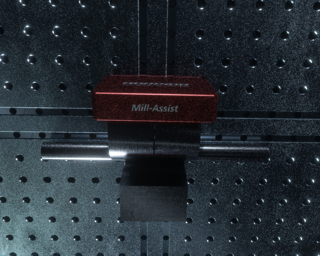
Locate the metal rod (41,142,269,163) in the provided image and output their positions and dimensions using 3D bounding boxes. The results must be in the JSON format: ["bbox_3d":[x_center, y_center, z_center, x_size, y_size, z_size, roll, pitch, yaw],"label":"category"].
[{"bbox_3d":[-0.006,0.033,0.421,0.302,0.025,0.025,1,110,-1],"label":"metal rod"}]

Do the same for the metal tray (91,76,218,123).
[{"bbox_3d":[-0.005,-0.036,0.361,0.131,0.090,0.030,1,110,-1],"label":"metal tray"}]

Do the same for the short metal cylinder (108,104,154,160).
[{"bbox_3d":[-0.033,-0.001,0.381,0.050,0.080,0.079,1,110,0],"label":"short metal cylinder"}]

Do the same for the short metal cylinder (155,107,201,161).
[{"bbox_3d":[0.020,0.000,0.381,0.050,0.080,0.079,2,110,-1],"label":"short metal cylinder"}]

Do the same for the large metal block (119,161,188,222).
[{"bbox_3d":[-0.008,0.077,0.408,0.081,0.080,0.050,1,110,-1],"label":"large metal block"}]
